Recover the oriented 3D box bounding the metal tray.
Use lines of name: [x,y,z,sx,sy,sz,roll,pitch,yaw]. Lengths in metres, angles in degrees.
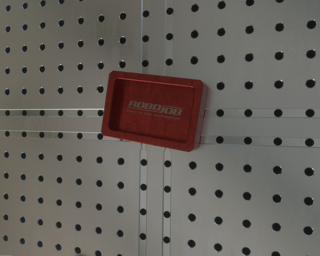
metal tray: [-0.009,-0.024,0.412,0.130,0.030,0.089,10,93,19]
